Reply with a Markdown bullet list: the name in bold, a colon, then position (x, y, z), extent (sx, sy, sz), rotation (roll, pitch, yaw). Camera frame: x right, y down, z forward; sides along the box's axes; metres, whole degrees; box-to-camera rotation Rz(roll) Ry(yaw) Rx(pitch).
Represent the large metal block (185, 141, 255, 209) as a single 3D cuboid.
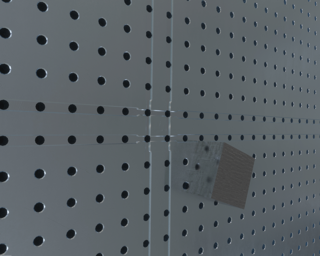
- **large metal block**: position (0.092, 0.071, 0.469), extent (0.080, 0.050, 0.080), rotation (26, 74, -37)
